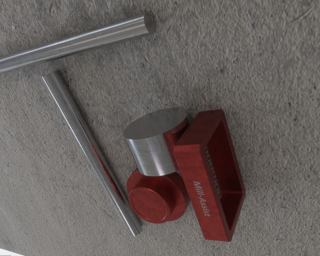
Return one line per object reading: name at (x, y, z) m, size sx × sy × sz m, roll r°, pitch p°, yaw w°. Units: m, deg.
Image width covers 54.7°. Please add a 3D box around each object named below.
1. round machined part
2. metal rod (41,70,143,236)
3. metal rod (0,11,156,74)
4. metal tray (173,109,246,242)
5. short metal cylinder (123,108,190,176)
round machined part at (-0.008, 0.104, 0.464) m, size 0.098 × 0.042 × 0.097 m, roll 13°, pitch 124°, yaw 21°
metal rod at (-0.100, 0.051, 0.490) m, size 0.025 × 0.025 × 0.299 m, roll -11°, pitch 113°, yaw 33°
metal rod at (-0.140, -0.105, 0.415) m, size 0.300 × 0.025 × 0.025 m, roll -5°, pitch 116°, yaw 30°
metal tray at (0.064, 0.054, 0.364) m, size 0.030 × 0.090 × 0.129 m, roll -6°, pitch 116°, yaw 31°
short metal cylinder at (0.002, 0.015, 0.380) m, size 0.080 × 0.080 × 0.050 m, roll -6°, pitch 115°, yaw 31°
